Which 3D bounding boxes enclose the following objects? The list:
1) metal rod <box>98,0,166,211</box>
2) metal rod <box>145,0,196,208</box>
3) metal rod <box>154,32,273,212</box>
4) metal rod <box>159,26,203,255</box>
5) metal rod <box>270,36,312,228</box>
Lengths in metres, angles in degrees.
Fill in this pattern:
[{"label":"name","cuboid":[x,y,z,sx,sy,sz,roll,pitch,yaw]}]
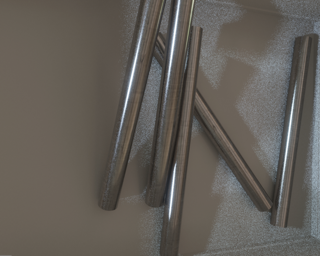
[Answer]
[{"label":"metal rod","cuboid":[-0.030,-0.040,0.341,0.025,0.025,0.298,7,110,-20]},{"label":"metal rod","cuboid":[0.011,-0.039,0.356,0.025,0.025,0.298,-1,113,-20]},{"label":"metal rod","cuboid":[0.075,0.000,0.439,0.025,0.025,0.299,-39,103,-16]},{"label":"metal rod","cuboid":[0.027,0.022,0.404,0.025,0.025,0.298,4,95,-20]},{"label":"metal rod","cuboid":[0.207,0.004,0.489,0.025,0.025,0.298,10,87,-20]}]
